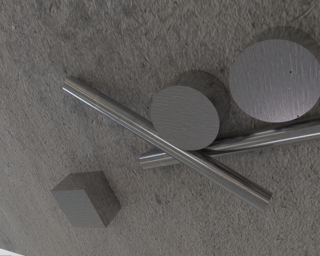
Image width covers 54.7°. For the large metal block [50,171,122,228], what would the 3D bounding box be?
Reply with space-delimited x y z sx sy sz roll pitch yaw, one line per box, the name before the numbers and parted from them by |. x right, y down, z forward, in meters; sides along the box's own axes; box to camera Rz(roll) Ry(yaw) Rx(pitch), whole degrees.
large metal block | -0.126 0.123 0.534 0.080 0.050 0.080 -10 114 32

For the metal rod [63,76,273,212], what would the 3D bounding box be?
metal rod | -0.004 0.010 0.391 0.300 0.025 0.025 31 129 18

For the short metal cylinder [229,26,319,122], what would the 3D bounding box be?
short metal cylinder | 0.113 -0.052 0.299 0.080 0.050 0.079 13 124 21

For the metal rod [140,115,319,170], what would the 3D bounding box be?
metal rod | 0.099 0.016 0.364 0.300 0.025 0.025 -15 111 34

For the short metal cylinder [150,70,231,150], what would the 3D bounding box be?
short metal cylinder | 0.036 -0.021 0.359 0.080 0.050 0.079 13 124 21
